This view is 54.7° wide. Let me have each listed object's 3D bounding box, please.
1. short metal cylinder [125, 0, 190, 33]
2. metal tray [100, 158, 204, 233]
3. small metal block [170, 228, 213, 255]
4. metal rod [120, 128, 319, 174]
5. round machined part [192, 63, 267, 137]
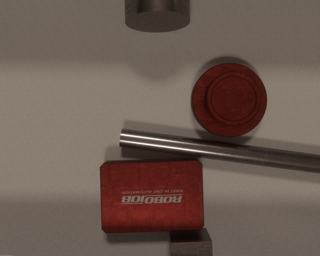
[{"bbox_3d":[-0.003,-0.155,0.384,0.081,0.080,0.050,-2,90,-1],"label":"short metal cylinder"},{"bbox_3d":[-0.010,0.087,0.409,0.131,0.030,0.089,-2,90,-1],"label":"metal tray"},{"bbox_3d":[0.038,0.150,0.400,0.050,0.050,0.025,-2,90,-1],"label":"small metal block"},{"bbox_3d":[0.098,0.033,0.412,0.302,0.025,0.025,8,90,-1],"label":"metal rod"},{"bbox_3d":[0.091,-0.037,0.404,0.099,0.042,0.097,0,90,-1],"label":"round machined part"}]
